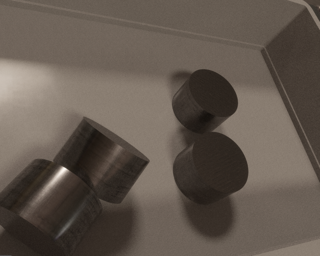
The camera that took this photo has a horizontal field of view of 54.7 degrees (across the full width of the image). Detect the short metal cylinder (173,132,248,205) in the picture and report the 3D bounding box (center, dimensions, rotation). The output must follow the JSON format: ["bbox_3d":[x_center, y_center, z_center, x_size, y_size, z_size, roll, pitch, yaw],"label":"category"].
[{"bbox_3d":[0.064,0.051,0.394,0.081,0.050,0.080,14,56,-21],"label":"short metal cylinder"}]

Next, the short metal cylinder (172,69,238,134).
[{"bbox_3d":[0.065,-0.038,0.450,0.081,0.050,0.080,14,56,-21],"label":"short metal cylinder"}]

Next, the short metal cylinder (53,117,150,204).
[{"bbox_3d":[-0.058,0.032,0.312,0.080,0.080,0.050,35,89,-6],"label":"short metal cylinder"}]

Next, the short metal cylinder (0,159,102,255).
[{"bbox_3d":[-0.099,0.073,0.273,0.080,0.080,0.050,37,51,-4],"label":"short metal cylinder"}]
